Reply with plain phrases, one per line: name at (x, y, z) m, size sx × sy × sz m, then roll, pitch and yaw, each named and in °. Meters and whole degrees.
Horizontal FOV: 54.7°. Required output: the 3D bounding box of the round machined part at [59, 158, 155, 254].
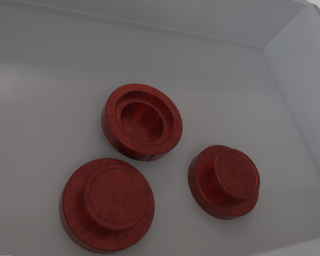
round machined part at (-0.050, 0.076, 0.321) m, size 0.099 × 0.042 × 0.098 m, roll 14°, pitch 56°, yaw -21°

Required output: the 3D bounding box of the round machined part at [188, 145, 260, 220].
round machined part at (0.090, 0.065, 0.403) m, size 0.099 × 0.042 × 0.098 m, roll 14°, pitch 56°, yaw -21°

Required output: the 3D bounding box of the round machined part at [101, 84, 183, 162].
round machined part at (-0.025, -0.003, 0.383) m, size 0.099 × 0.042 × 0.098 m, roll 14°, pitch 56°, yaw -21°
